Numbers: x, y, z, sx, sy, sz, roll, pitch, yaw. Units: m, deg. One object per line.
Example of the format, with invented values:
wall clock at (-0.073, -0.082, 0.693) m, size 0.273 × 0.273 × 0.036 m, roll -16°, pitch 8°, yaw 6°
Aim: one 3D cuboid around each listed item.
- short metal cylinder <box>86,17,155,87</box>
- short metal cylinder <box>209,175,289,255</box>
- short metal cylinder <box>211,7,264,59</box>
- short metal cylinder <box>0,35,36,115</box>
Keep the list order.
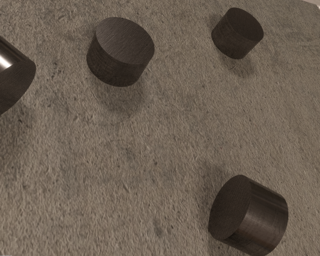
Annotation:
short metal cylinder at (-0.054, -0.103, 0.423) m, size 0.081 × 0.050 × 0.080 m, roll 14°, pitch 56°, yaw -21°
short metal cylinder at (0.101, 0.102, 0.363) m, size 0.050 × 0.080 × 0.080 m, roll 28°, pitch 52°, yaw -11°
short metal cylinder at (0.143, -0.175, 0.574) m, size 0.081 × 0.050 × 0.080 m, roll 14°, pitch 56°, yaw -21°
short metal cylinder at (-0.172, -0.052, 0.307) m, size 0.050 × 0.080 × 0.080 m, roll 39°, pitch 51°, yaw -2°
